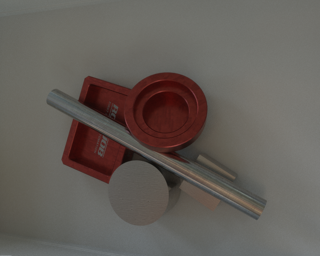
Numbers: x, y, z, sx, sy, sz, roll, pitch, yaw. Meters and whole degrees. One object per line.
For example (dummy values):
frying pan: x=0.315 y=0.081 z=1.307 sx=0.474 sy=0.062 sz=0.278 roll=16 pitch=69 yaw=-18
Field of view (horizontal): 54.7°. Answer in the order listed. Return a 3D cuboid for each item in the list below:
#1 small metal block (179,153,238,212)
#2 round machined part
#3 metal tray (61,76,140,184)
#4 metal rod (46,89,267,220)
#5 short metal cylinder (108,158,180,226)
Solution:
small metal block: x=0.060 y=0.066 z=0.387 sx=0.050 sy=0.025 sz=0.050 roll=33 pitch=100 yaw=16
round machined part: x=0.008 y=-0.016 z=0.383 sx=0.099 sy=0.042 sz=0.098 roll=-2 pitch=68 yaw=5
metal tray: x=-0.076 y=0.002 z=0.431 sx=0.090 sy=0.030 sz=0.129 roll=20 pitch=96 yaw=18
metal rod: x=-0.016 y=0.025 z=0.383 sx=0.301 sy=0.025 sz=0.025 roll=27 pitch=99 yaw=15
short metal cylinder: x=-0.019 y=0.079 z=0.401 sx=0.080 sy=0.050 sz=0.079 roll=0 pitch=90 yaw=19
